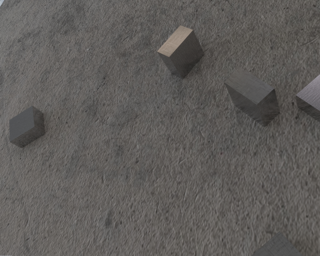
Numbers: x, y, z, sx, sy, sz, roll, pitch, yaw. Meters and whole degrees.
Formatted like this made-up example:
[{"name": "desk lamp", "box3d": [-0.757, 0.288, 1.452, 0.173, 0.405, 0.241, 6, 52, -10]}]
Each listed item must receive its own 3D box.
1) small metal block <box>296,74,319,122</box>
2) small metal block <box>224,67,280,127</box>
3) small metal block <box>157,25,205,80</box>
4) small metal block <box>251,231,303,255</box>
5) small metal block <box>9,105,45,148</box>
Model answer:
[{"name": "small metal block", "box3d": [0.183, -0.031, 0.327, 0.050, 0.025, 0.050, -41, 51, 0]}, {"name": "small metal block", "box3d": [0.106, -0.035, 0.354, 0.025, 0.050, 0.050, -43, 51, -1]}, {"name": "small metal block", "box3d": [0.031, -0.106, 0.437, 0.025, 0.050, 0.050, 35, 81, 38]}, {"name": "small metal block", "box3d": [0.096, 0.119, 0.264, 0.050, 0.050, 0.025, -41, 51, 0]}, {"name": "small metal block", "box3d": [-0.225, -0.002, 0.523, 0.050, 0.025, 0.050, -30, 52, 9]}]
